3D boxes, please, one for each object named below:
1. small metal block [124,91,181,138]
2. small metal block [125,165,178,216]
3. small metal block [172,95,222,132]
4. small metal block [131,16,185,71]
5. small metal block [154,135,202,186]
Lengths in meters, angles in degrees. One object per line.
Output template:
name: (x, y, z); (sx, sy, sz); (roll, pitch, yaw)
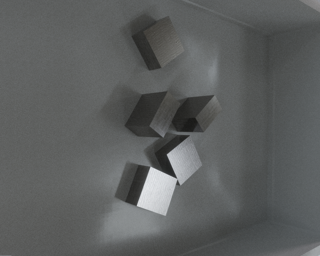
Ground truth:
small metal block: (-0.010, -0.016, 0.384); (0.025, 0.050, 0.050); (41, 65, -33)
small metal block: (-0.010, 0.081, 0.400); (0.050, 0.025, 0.050); (31, 71, -36)
small metal block: (0.050, -0.020, 0.435); (0.050, 0.050, 0.025); (-47, 119, -30)
small metal block: (-0.001, -0.111, 0.407); (0.050, 0.025, 0.050); (-43, 116, -32)
small metal block: (0.027, 0.044, 0.431); (0.050, 0.025, 0.050); (-36, 113, -35)
